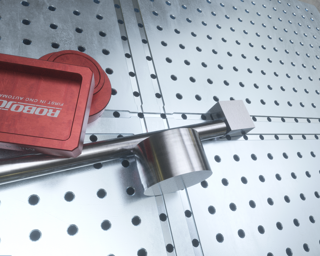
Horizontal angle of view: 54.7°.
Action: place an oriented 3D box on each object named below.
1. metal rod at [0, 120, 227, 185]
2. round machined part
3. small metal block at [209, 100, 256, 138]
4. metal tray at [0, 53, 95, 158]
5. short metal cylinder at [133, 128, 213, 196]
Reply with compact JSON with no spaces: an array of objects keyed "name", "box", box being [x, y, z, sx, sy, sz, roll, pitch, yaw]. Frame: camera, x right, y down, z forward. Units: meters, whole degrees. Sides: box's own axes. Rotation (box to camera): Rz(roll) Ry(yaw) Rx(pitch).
[{"name":"metal rod","box":[-0.036,0.022,0.376,0.303,0.025,0.025,-10,67,-33]},{"name":"round machined part","box":[-0.106,-0.055,0.375,0.099,0.042,0.098,13,57,-21]},{"name":"small metal block","box":[0.112,-0.015,0.480,0.050,0.025,0.050,-6,65,-31]},{"name":"metal tray","box":[-0.139,-0.024,0.310,0.131,0.030,0.090,8,71,-6]},{"name":"short metal cylinder","box":[0.014,0.041,0.357,0.081,0.080,0.050,-3,64,-30]}]
